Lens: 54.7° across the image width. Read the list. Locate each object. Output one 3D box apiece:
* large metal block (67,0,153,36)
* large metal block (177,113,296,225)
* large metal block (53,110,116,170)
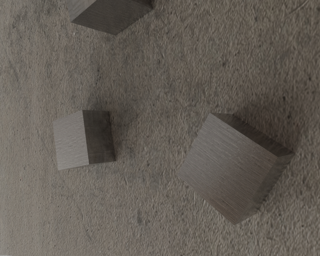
[{"bbox_3d":[-0.070,-0.177,0.427,0.080,0.081,0.050,-20,77,38],"label":"large metal block"},{"bbox_3d":[0.077,0.039,0.325,0.080,0.050,0.079,38,113,33],"label":"large metal block"},{"bbox_3d":[-0.121,0.020,0.489,0.080,0.050,0.080,-15,81,39],"label":"large metal block"}]
